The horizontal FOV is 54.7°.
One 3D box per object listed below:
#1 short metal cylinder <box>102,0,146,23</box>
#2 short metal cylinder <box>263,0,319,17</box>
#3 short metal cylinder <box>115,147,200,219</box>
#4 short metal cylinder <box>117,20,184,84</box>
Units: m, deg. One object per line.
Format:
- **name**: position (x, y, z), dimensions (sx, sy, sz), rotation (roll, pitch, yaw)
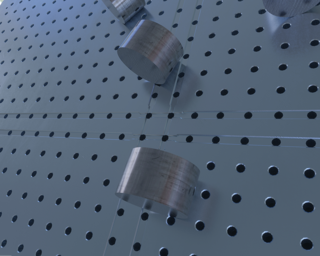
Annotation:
- **short metal cylinder**: position (-0.071, -0.235, 0.553), dimensions (0.050, 0.080, 0.080), rotation (-42, 51, -1)
- **short metal cylinder**: position (0.170, -0.193, 0.402), dimensions (0.080, 0.080, 0.050), rotation (-14, 56, 20)
- **short metal cylinder**: position (-0.002, 0.061, 0.336), dimensions (0.080, 0.080, 0.050), rotation (5, 65, 30)
- **short metal cylinder**: position (-0.014, -0.107, 0.445), dimensions (0.080, 0.080, 0.050), rotation (23, 74, 36)
